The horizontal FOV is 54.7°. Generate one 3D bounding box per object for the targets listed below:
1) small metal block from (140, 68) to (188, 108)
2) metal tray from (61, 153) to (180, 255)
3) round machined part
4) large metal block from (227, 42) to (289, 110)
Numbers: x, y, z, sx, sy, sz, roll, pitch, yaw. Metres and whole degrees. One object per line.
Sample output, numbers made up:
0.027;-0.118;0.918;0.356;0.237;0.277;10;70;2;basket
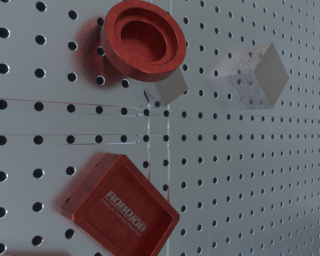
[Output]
0.005;-0.061;0.413;0.050;0.025;0.050;-39;114;-33;small metal block
-0.040;0.104;0.372;0.130;0.030;0.090;52;60;-27;metal tray
-0.022;-0.097;0.364;0.099;0.042;0.098;10;66;-22;round machined part
0.172;-0.089;0.538;0.080;0.050;0.080;52;60;-28;large metal block
